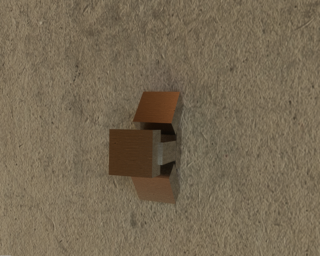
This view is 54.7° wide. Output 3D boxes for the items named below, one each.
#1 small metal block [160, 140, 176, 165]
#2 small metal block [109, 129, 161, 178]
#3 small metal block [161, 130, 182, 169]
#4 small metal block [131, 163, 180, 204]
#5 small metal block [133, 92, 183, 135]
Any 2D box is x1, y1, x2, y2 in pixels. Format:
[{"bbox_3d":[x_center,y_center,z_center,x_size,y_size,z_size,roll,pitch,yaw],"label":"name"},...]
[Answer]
[{"bbox_3d":[-0.012,0.027,0.373,0.050,0.050,0.025,3,91,19],"label":"small metal block"},{"bbox_3d":[-0.027,0.026,0.339,0.050,0.025,0.050,1,90,19],"label":"small metal block"},{"bbox_3d":[0.001,0.026,0.410,0.050,0.025,0.050,3,91,19],"label":"small metal block"},{"bbox_3d":[-0.005,0.069,0.398,0.050,0.025,0.050,3,132,19],"label":"small metal block"},{"bbox_3d":[-0.001,-0.020,0.397,0.050,0.025,0.050,3,55,20],"label":"small metal block"}]
